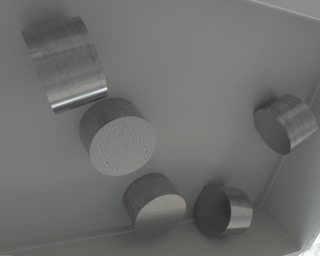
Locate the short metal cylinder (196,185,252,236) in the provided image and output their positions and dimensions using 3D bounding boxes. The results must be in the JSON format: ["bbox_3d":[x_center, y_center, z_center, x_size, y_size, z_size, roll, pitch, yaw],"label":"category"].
[{"bbox_3d":[0.106,0.139,0.519,0.050,0.080,0.079,12,112,-34],"label":"short metal cylinder"}]

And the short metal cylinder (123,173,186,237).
[{"bbox_3d":[-0.009,0.114,0.460,0.081,0.050,0.079,-14,125,-21],"label":"short metal cylinder"}]

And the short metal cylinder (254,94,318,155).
[{"bbox_3d":[0.192,-0.005,0.477,0.050,0.080,0.080,-30,129,-10],"label":"short metal cylinder"}]

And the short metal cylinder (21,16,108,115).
[{"bbox_3d":[-0.088,-0.058,0.290,0.050,0.080,0.080,-22,127,-16],"label":"short metal cylinder"}]

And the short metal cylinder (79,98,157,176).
[{"bbox_3d":[-0.051,0.010,0.372,0.081,0.050,0.079,-14,125,-21],"label":"short metal cylinder"}]
